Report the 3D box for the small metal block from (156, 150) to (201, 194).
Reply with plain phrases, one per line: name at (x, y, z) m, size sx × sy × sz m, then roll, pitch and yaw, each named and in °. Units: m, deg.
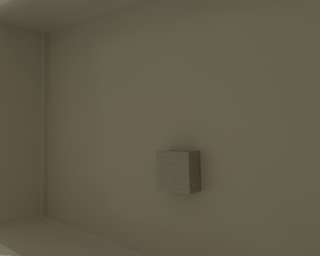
small metal block at (0.023, 0.054, 0.389) m, size 0.050 × 0.025 × 0.050 m, roll -3°, pitch 88°, yaw 40°
